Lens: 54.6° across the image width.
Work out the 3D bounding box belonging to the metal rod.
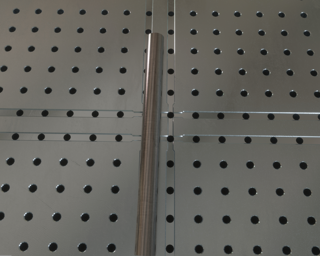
[{"bbox_3d":[-0.012,0.006,0.409,0.025,0.025,0.299,2,70,1],"label":"metal rod"}]
